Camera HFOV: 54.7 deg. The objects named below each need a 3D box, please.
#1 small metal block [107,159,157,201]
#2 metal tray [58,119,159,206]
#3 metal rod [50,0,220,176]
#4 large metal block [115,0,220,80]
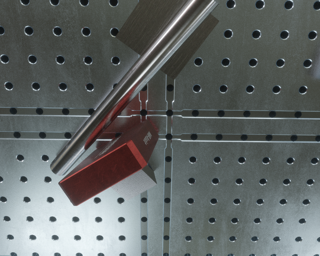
[{"bbox_3d":[-0.040,0.068,0.429,0.050,0.025,0.050,-31,129,10],"label":"small metal block"},{"bbox_3d":[-0.052,0.034,0.367,0.090,0.130,0.030,-31,97,11],"label":"metal tray"},{"bbox_3d":[-0.048,-0.034,0.361,0.025,0.025,0.299,39,120,-13],"label":"metal rod"},{"bbox_3d":[0.008,-0.115,0.358,0.080,0.050,0.080,35,106,-12],"label":"large metal block"}]
